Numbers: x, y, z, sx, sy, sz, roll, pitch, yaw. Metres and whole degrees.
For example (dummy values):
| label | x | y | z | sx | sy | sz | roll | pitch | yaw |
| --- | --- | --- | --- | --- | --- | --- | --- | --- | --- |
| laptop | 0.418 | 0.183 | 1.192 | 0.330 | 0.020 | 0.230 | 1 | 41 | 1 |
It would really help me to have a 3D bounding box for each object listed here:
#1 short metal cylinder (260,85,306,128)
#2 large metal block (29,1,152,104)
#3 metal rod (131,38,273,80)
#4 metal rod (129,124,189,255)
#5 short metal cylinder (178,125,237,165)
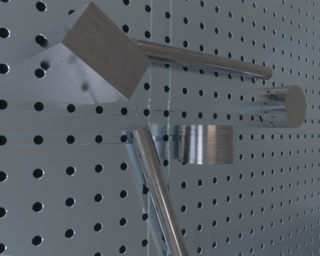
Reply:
| label | x | y | z | sx | sy | sz | roll | pitch | yaw |
| --- | --- | --- | --- | --- | --- | --- | --- | --- | --- |
| short metal cylinder | 0.235 | -0.040 | 0.591 | 0.081 | 0.050 | 0.079 | 0 | 90 | -40 |
| large metal block | -0.070 | -0.069 | 0.314 | 0.080 | 0.080 | 0.050 | 40 | 65 | -33 |
| metal rod | 0.082 | -0.100 | 0.477 | 0.302 | 0.025 | 0.025 | -1 | 91 | -40 |
| metal rod | 0.015 | 0.138 | 0.422 | 0.025 | 0.025 | 0.298 | -27 | 107 | -37 |
| short metal cylinder | 0.065 | 0.021 | 0.429 | 0.081 | 0.080 | 0.050 | 1 | 90 | -40 |
